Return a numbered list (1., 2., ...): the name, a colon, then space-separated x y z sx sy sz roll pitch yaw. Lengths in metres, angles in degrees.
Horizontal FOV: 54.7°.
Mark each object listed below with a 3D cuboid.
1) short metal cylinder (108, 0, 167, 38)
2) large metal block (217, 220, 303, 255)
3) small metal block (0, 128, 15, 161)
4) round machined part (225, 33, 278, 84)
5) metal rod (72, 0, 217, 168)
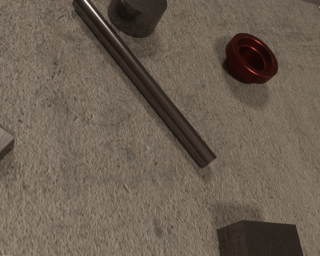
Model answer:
1. short metal cylinder: -0.036 -0.189 0.485 0.081 0.050 0.080 14 56 -21
2. large metal block: 0.119 0.156 0.359 0.081 0.050 0.080 12 57 -22
3. small metal block: -0.179 0.017 0.297 0.050 0.025 0.050 36 51 -5
4. round machined part: 0.157 -0.118 0.552 0.099 0.042 0.098 14 56 -21
5. metal rod: -0.026 -0.070 0.433 0.025 0.025 0.300 -32 80 -38
